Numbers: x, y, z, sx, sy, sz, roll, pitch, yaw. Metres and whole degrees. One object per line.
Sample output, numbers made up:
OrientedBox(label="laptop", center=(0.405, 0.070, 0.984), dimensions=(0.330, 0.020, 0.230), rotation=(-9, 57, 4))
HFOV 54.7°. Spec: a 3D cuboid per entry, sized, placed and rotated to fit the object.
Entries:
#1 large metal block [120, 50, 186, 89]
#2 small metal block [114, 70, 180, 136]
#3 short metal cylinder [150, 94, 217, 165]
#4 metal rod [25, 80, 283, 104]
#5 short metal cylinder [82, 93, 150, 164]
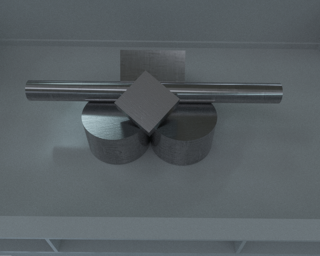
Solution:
OrientedBox(label="large metal block", center=(-0.009, -0.076, 0.424), dimensions=(0.081, 0.050, 0.080), rotation=(1, 7, 0))
OrientedBox(label="small metal block", center=(-0.014, -0.027, 0.347), dimensions=(0.050, 0.025, 0.050), rotation=(41, 81, 7))
OrientedBox(label="short metal cylinder", center=(0.028, 0.000, 0.388), dimensions=(0.081, 0.050, 0.080), rotation=(0, 50, 0))
OrientedBox(label="metal rod", center=(-0.007, -0.044, 0.375), dimensions=(0.302, 0.025, 0.025), rotation=(1, 50, 0))
OrientedBox(label="short metal cylinder", center=(-0.053, -0.002, 0.388), dimensions=(0.081, 0.050, 0.080), rotation=(0, 50, 0))
